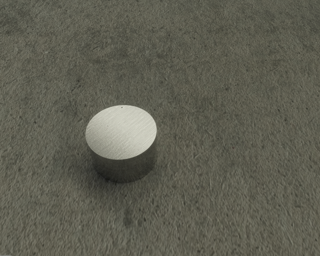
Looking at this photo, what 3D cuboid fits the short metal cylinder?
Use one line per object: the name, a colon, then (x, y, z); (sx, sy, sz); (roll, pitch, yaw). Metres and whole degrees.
short metal cylinder: (-0.044, 0.019, 0.371); (0.080, 0.050, 0.080); (0, 50, 0)
